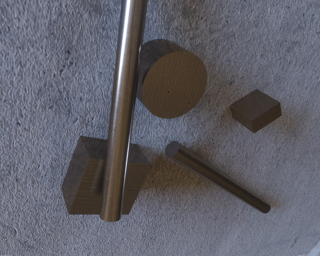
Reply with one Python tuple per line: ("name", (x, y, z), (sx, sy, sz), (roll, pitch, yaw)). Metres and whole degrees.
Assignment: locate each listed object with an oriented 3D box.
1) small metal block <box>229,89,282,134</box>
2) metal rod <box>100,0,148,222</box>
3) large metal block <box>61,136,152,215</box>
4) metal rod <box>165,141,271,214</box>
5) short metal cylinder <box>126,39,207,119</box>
("small metal block", (0.140, -0.026, 0.454), (0.050, 0.050, 0.025), (-32, 129, -8))
("metal rod", (-0.036, -0.042, 0.321), (0.025, 0.025, 0.298), (0, 106, -29))
("large metal block", (-0.069, 0.062, 0.392), (0.081, 0.050, 0.079), (11, 113, -33))
("metal rod", (0.114, 0.095, 0.530), (0.301, 0.025, 0.025), (34, 99, -39))
("short metal cylinder", (0.007, -0.057, 0.360), (0.081, 0.050, 0.079), (-14, 125, -21))
